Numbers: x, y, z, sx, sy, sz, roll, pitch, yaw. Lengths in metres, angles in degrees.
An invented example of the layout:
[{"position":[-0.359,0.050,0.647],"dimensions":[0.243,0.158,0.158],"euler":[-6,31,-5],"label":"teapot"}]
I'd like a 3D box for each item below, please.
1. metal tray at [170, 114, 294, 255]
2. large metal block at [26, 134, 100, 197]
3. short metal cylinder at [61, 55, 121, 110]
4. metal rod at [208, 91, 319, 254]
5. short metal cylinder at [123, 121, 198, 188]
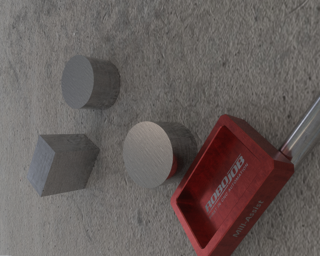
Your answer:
[{"position":[0.067,0.062,0.325],"dimensions":[0.129,0.030,0.090],"euler":[-62,34,21],"label":"metal tray"},{"position":[-0.155,0.057,0.497],"dimensions":[0.050,0.081,0.079],"euler":[37,113,34],"label":"large metal block"},{"position":[-0.107,-0.068,0.477],"dimensions":[0.080,0.050,0.079],"euler":[0,90,40],"label":"short metal cylinder"},{"position":[0.110,0.058,0.314],"dimensions":[0.025,0.025,0.298],"euler":[42,115,32],"label":"metal rod"},{"position":[0.000,0.032,0.389],"dimensions":[0.080,0.050,0.079],"euler":[0,90,40],"label":"short metal cylinder"}]
